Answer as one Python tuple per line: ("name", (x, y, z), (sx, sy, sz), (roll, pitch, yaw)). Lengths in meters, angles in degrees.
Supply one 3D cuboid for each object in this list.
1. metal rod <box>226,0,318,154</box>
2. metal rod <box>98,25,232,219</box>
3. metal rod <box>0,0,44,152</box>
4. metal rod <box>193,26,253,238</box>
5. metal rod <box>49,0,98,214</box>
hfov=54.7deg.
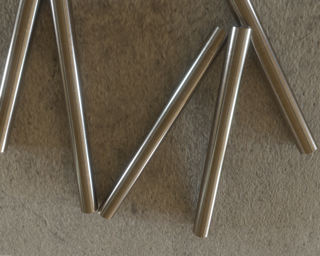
("metal rod", (0.125, -0.092, 0.377), (0.025, 0.025, 0.299), (-29, 108, 10))
("metal rod", (-0.002, 0.005, 0.411), (0.025, 0.025, 0.298), (29, 107, -11))
("metal rod", (-0.164, -0.104, 0.368), (0.025, 0.025, 0.298), (20, 109, -8))
("metal rod", (0.076, 0.022, 0.408), (0.025, 0.025, 0.298), (5, 114, -2))
("metal rod", (-0.109, -0.022, 0.400), (0.025, 0.025, 0.298), (-2, 110, 0))
